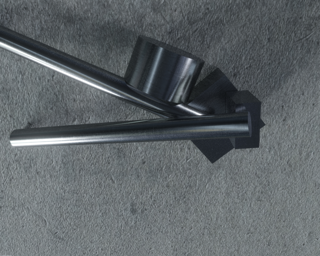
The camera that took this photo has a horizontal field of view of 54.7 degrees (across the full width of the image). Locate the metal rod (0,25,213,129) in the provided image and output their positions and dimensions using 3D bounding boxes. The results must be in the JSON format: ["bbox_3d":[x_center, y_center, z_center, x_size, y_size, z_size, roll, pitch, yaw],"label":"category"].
[{"bbox_3d":[-0.076,-0.059,0.358,0.301,0.025,0.025,23,109,3],"label":"metal rod"}]

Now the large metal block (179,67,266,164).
[{"bbox_3d":[0.070,-0.016,0.391,0.080,0.050,0.080,-39,105,14],"label":"large metal block"}]

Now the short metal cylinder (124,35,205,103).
[{"bbox_3d":[0.005,-0.068,0.358,0.080,0.080,0.050,20,109,-8],"label":"short metal cylinder"}]

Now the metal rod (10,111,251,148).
[{"bbox_3d":[-0.052,0.005,0.355,0.301,0.025,0.025,-4,112,23],"label":"metal rod"}]

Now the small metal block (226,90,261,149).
[{"bbox_3d":[0.090,-0.011,0.339,0.025,0.050,0.050,-4,110,2],"label":"small metal block"}]
